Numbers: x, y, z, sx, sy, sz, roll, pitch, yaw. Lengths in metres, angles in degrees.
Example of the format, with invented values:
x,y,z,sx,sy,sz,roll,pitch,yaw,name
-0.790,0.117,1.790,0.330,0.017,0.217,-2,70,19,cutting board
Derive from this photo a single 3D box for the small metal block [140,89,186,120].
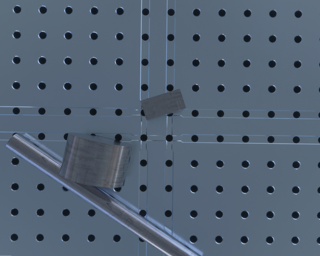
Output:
x,y,z,sx,sy,sz,roll,pitch,yaw,name
0.004,-0.029,0.401,0.050,0.050,0.025,-17,90,0,small metal block

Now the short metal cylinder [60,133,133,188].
x,y,z,sx,sy,sz,roll,pitch,yaw,name
-0.078,0.038,0.385,0.080,0.080,0.050,12,90,0,short metal cylinder

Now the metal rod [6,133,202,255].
x,y,z,sx,sy,sz,roll,pitch,yaw,name
-0.071,0.101,0.412,0.301,0.025,0.025,34,90,0,metal rod
